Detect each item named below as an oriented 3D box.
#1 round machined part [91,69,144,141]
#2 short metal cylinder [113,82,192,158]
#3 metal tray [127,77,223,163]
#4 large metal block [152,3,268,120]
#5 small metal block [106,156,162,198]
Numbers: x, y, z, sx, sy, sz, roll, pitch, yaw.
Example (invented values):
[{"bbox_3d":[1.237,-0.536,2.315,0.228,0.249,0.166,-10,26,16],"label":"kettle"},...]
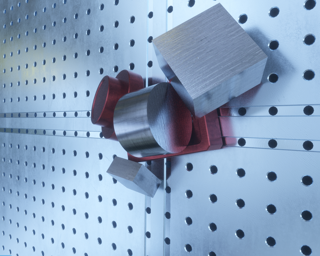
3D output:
[{"bbox_3d":[-0.063,-0.033,0.420,0.098,0.042,0.098,-40,42,50],"label":"round machined part"},{"bbox_3d":[-0.006,-0.008,0.358,0.050,0.081,0.080,-11,83,39],"label":"short metal cylinder"},{"bbox_3d":[0.009,-0.007,0.395,0.130,0.030,0.090,-14,81,39],"label":"metal tray"},{"bbox_3d":[0.049,-0.068,0.322,0.080,0.050,0.080,-30,67,-3],"label":"large metal block"},{"bbox_3d":[-0.034,0.065,0.414,0.050,0.050,0.025,10,63,40],"label":"small metal block"}]
